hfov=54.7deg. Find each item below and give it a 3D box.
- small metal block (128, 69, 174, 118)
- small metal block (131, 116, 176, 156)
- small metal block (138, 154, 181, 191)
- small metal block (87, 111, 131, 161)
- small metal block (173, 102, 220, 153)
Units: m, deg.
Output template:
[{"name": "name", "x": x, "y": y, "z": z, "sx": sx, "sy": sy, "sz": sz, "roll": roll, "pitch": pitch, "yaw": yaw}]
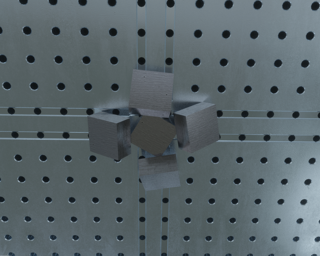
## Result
[{"name": "small metal block", "x": -0.011, "y": -0.042, "z": 0.384, "sx": 0.050, "sy": 0.025, "sz": 0.050, "roll": 6, "pitch": 74, "yaw": -3}, {"name": "small metal block", "x": -0.009, "y": 0.005, "z": 0.415, "sx": 0.050, "sy": 0.025, "sz": 0.050, "roll": 30, "pitch": 107, "yaw": -11}, {"name": "small metal block", "x": 0.000, "y": 0.062, "z": 0.423, "sx": 0.050, "sy": 0.025, "sz": 0.050, "roll": -8, "pitch": 146, "yaw": 3}, {"name": "small metal block", "x": -0.066, "y": 0.009, "z": 0.404, "sx": 0.050, "sy": 0.025, "sz": 0.050, "roll": 13, "pitch": 114, "yaw": 32}, {"name": "small metal block", "x": 0.048, "y": -0.002, "z": 0.401, "sx": 0.050, "sy": 0.025, "sz": 0.050, "roll": -22, "pitch": 113, "yaw": -30}]
